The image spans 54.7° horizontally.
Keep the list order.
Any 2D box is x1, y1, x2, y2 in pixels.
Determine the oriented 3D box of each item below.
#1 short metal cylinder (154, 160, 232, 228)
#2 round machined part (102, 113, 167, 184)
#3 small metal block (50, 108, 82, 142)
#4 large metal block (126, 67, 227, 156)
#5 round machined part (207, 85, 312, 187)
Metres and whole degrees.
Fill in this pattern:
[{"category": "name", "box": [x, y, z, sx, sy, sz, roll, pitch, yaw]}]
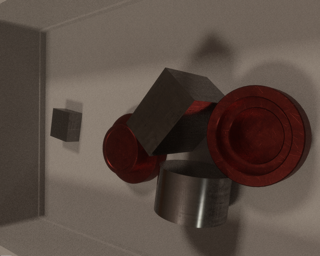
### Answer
[{"category": "short metal cylinder", "box": [0.036, 0.068, 0.340, 0.080, 0.081, 0.050, 11, 97, 39]}, {"category": "round machined part", "box": [-0.041, 0.028, 0.428, 0.098, 0.042, 0.097, 0, 90, 39]}, {"category": "small metal block", "box": [-0.164, -0.006, 0.539, 0.050, 0.025, 0.050, 14, 99, 38]}, {"category": "large metal block", "box": [0.023, -0.016, 0.351, 0.080, 0.081, 0.050, -52, 60, 27]}, {"category": "round machined part", "box": [0.100, 0.007, 0.312, 0.098, 0.042, 0.097, 0, 90, 39]}]
